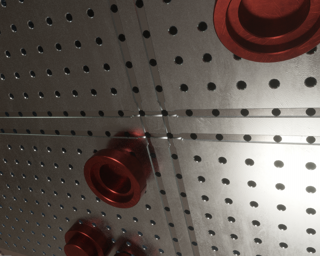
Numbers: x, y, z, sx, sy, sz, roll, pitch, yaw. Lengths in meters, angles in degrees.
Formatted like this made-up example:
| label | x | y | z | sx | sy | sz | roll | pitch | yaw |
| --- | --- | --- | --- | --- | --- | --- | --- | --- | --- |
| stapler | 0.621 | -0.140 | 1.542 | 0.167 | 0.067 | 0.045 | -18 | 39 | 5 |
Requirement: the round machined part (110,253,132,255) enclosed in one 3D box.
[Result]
| label | x | y | z | sx | sy | sz | roll | pitch | yaw |
| --- | --- | --- | --- | --- | --- | --- | --- | --- | --- |
| round machined part | -0.072 | 0.286 | 0.611 | 0.098 | 0.042 | 0.097 | 12 | 124 | 18 |

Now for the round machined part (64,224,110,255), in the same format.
| label | x | y | z | sx | sy | sz | roll | pitch | yaw |
| --- | --- | --- | --- | --- | --- | --- | --- | --- | --- |
| round machined part | -0.155 | 0.246 | 0.632 | 0.098 | 0.042 | 0.097 | 13 | 124 | 20 |

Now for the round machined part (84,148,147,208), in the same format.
| label | x | y | z | sx | sy | sz | roll | pitch | yaw |
| --- | --- | --- | --- | --- | --- | --- | --- | --- | --- |
| round machined part | -0.064 | 0.072 | 0.477 | 0.098 | 0.042 | 0.097 | 13 | 124 | 20 |

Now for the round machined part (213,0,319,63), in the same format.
| label | x | y | z | sx | sy | sz | roll | pitch | yaw |
| --- | --- | --- | --- | --- | --- | --- | --- | --- | --- |
| round machined part | 0.097 | -0.107 | 0.267 | 0.099 | 0.042 | 0.097 | 8 | 144 | 6 |
